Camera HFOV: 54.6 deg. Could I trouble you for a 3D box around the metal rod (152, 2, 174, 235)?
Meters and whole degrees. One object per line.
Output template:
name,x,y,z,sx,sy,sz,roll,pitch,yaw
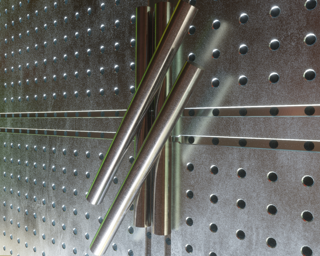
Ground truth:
metal rod,0.004,-0.012,0.408,0.025,0.025,0.298,1,91,40

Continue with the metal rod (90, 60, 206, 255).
metal rod,-0.025,0.053,0.399,0.025,0.025,0.298,42,115,32

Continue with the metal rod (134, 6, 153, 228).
metal rod,-0.023,-0.015,0.430,0.025,0.025,0.298,1,91,40

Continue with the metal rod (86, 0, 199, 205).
metal rod,-0.032,-0.018,0.405,0.025,0.025,0.298,42,115,32
